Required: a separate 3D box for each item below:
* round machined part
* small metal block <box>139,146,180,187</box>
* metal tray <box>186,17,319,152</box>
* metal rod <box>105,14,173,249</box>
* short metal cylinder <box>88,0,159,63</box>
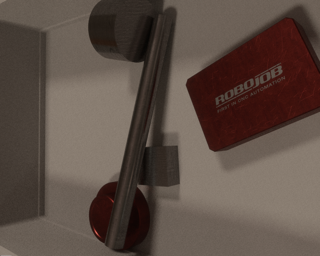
[{"bbox_3d":[-0.065,0.127,0.447,0.098,0.042,0.097,0,90,39],"label":"round machined part"},{"bbox_3d":[-0.003,0.049,0.407,0.050,0.025,0.050,-5,87,39],"label":"small metal block"},{"bbox_3d":[0.097,-0.039,0.322,0.130,0.030,0.090,-29,72,36],"label":"metal tray"},{"bbox_3d":[-0.027,0.004,0.398,0.025,0.025,0.298,11,88,39],"label":"metal rod"},{"bbox_3d":[-0.046,-0.129,0.407,0.050,0.081,0.079,17,101,38],"label":"short metal cylinder"}]
